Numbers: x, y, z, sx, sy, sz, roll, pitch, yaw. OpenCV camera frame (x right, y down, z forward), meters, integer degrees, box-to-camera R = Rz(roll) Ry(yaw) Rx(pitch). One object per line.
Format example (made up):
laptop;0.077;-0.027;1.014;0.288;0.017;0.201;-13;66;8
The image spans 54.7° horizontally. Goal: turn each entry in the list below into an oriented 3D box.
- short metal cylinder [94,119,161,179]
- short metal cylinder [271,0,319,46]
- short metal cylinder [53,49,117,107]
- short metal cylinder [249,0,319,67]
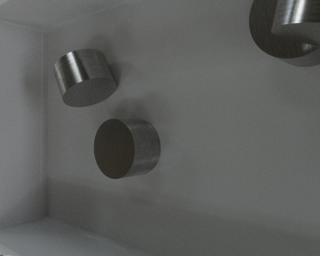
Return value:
short metal cylinder;-0.046;0.028;0.429;0.080;0.050;0.080;0;90;40
short metal cylinder;0.121;-0.086;0.206;0.080;0.081;0.050;17;101;39
short metal cylinder;-0.112;-0.073;0.464;0.080;0.081;0.050;-35;68;34
short metal cylinder;0.130;-0.099;0.283;0.080;0.050;0.080;0;90;40
